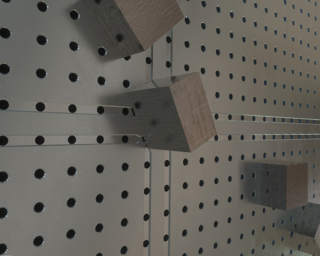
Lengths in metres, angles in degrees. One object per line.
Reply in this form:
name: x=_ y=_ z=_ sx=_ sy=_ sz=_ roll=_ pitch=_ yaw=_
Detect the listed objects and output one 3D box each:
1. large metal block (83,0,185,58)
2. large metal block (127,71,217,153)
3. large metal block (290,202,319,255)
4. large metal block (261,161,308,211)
large metal block: x=-0.029 y=-0.142 z=0.367 sx=0.080 sy=0.050 sz=0.080 roll=-48 pitch=119 yaw=-29
large metal block: x=0.014 y=-0.019 z=0.384 sx=0.050 sy=0.080 sz=0.080 roll=-31 pitch=109 yaw=-36
large metal block: x=0.334 y=0.220 z=0.671 sx=0.080 sy=0.050 sz=0.080 roll=-51 pitch=120 yaw=-28
large metal block: x=0.238 y=0.106 z=0.591 sx=0.081 sy=0.050 sz=0.080 roll=1 pitch=89 yaw=-40
